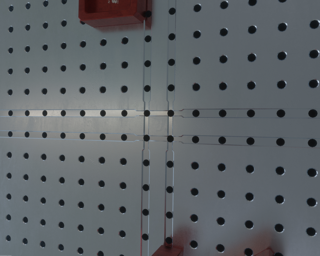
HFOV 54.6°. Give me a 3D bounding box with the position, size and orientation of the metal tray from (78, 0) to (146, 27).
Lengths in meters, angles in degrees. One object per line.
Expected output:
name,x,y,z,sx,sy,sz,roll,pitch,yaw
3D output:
metal tray,-0.066,-0.213,0.433,0.090,0.030,0.129,2,91,20

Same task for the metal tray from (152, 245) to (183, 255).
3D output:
metal tray,-0.004,0.224,0.379,0.030,0.090,0.129,6,92,20

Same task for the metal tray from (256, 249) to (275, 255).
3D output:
metal tray,0.077,0.196,0.350,0.130,0.090,0.030,-38,78,16
